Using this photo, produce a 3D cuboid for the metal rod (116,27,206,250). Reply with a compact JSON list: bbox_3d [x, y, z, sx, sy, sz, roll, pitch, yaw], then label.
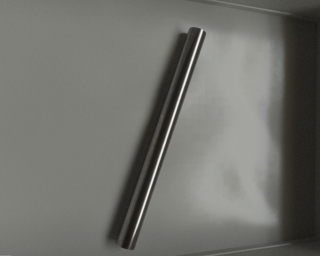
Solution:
[{"bbox_3d":[0.004,0.008,0.409,0.025,0.025,0.299,21,83,-19],"label":"metal rod"}]
